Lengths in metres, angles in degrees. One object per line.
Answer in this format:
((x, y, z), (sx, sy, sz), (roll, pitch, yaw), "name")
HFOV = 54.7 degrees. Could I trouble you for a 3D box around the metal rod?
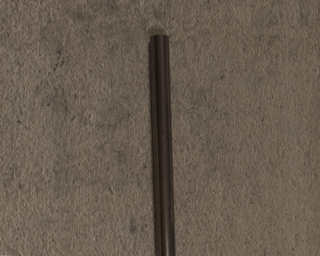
((0.004, 0.029, 0.411), (0.025, 0.025, 0.298), (-2, 91, -20), "metal rod")
